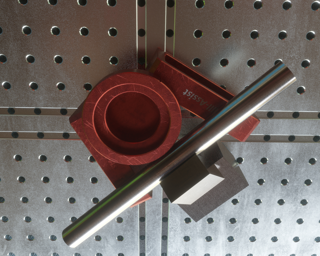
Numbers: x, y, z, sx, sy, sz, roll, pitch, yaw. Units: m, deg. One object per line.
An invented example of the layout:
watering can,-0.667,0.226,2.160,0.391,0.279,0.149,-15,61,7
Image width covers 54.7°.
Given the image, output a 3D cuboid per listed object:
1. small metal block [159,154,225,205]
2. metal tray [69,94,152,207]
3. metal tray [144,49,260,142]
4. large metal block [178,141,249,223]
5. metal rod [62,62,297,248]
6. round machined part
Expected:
small metal block,0.036,0.057,0.334,0.050,0.050,0.025,-41,61,13
metal tray,-0.054,0.022,0.386,0.030,0.090,0.130,-28,108,9
metal tray,0.045,-0.042,0.363,0.131,0.090,0.030,30,108,-11
large metal block,0.058,0.061,0.404,0.080,0.080,0.050,-39,106,13
metal rod,0.009,0.037,0.331,0.300,0.025,0.025,-39,106,12
round machined part,-0.028,-0.014,0.325,0.099,0.042,0.097,0,110,-1
